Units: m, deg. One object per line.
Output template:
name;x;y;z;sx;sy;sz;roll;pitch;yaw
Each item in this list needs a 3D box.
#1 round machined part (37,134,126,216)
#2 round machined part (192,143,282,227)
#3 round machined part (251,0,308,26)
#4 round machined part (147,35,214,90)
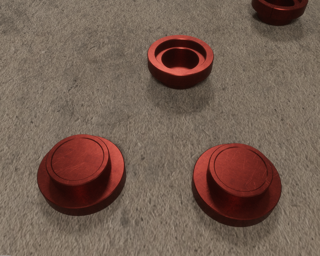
round machined part;-0.090;0.046;0.353;0.099;0.042;0.098;0;50;0
round machined part;0.086;0.056;0.346;0.099;0.042;0.098;0;50;0
round machined part;0.224;-0.231;0.589;0.099;0.042;0.098;0;50;0
round machined part;0.030;-0.097;0.474;0.099;0.042;0.098;0;50;0
